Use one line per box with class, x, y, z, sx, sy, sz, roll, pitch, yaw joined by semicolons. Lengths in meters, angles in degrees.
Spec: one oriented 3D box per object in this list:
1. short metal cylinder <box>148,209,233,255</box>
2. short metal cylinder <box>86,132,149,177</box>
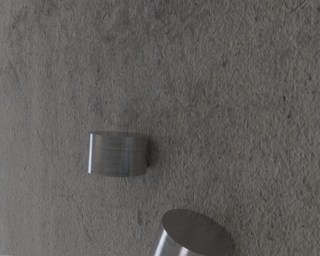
short metal cylinder;0.033;0.134;0.342;0.080;0.081;0.050;29;108;36
short metal cylinder;-0.056;0.033;0.416;0.080;0.081;0.050;6;94;40
